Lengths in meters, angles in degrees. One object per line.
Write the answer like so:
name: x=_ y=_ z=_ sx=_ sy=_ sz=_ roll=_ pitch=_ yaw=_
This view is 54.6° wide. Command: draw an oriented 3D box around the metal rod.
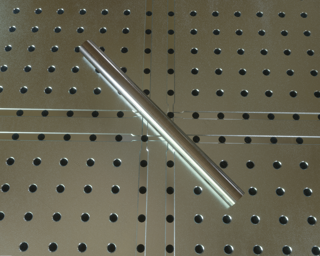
metal rod: x=-0.006 y=-0.015 z=0.418 sx=0.025 sy=0.025 sz=0.300 roll=-41 pitch=75 yaw=-13
